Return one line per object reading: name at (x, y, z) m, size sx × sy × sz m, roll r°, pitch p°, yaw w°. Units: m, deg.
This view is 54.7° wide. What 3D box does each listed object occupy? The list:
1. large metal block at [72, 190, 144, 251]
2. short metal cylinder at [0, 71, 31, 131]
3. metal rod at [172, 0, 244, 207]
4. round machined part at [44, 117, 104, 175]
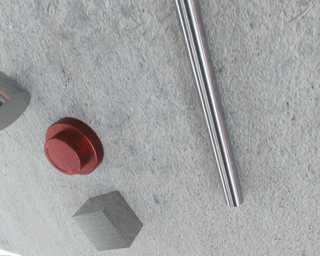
large metal block at (-0.090, 0.162, 0.536) m, size 0.080 × 0.050 × 0.080 m, roll -22°, pitch 107°, yaw 36°
short metal cylinder at (-0.248, -0.040, 0.474) m, size 0.050 × 0.080 × 0.080 m, roll 40°, pitch 129°, yaw 1°
metal rod at (0.057, -0.034, 0.355) m, size 0.025 × 0.025 × 0.298 m, roll -4°, pitch 117°, yaw 30°
round machined part at (-0.142, 0.035, 0.490) m, size 0.098 × 0.042 × 0.097 m, roll 13°, pitch 124°, yaw 20°
